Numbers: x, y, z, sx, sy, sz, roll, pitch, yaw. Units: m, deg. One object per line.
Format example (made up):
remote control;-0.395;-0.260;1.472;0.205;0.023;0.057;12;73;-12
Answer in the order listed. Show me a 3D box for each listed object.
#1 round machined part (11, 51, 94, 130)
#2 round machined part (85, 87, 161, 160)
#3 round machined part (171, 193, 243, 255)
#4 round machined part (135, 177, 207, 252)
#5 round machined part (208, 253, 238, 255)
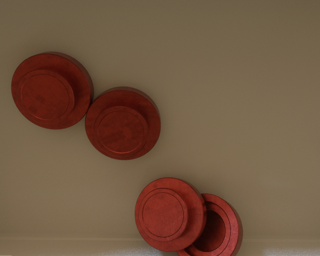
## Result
round machined part;-0.136;-0.043;0.385;0.099;0.042;0.097;0;110;0
round machined part;-0.048;-0.001;0.401;0.099;0.042;0.097;0;110;0
round machined part;0.068;0.145;0.437;0.098;0.098;0.042;-35;145;12
round machined part;0.010;0.116;0.418;0.098;0.042;0.098;-4;77;19
round machined part;0.102;0.254;0.499;0.099;0.042;0.097;0;110;0
